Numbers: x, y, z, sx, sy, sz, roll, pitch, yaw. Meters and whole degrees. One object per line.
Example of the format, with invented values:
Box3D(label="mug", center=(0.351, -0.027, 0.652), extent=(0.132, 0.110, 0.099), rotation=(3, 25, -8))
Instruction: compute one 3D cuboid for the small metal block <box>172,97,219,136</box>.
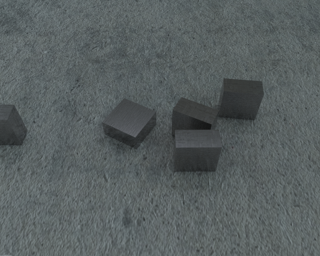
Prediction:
Box3D(label="small metal block", center=(0.043, -0.006, 0.392), extent=(0.050, 0.050, 0.025), rotation=(22, 54, 17))

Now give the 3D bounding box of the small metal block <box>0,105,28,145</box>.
Box3D(label="small metal block", center=(-0.203, -0.003, 0.388), extent=(0.050, 0.050, 0.025), rotation=(1, 50, 1))

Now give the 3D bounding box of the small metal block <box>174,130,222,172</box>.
Box3D(label="small metal block", center=(0.042, 0.027, 0.364), extent=(0.050, 0.050, 0.025), rotation=(0, 50, 0))

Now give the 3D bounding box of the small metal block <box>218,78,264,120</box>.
Box3D(label="small metal block", center=(0.108, -0.038, 0.420), extent=(0.050, 0.050, 0.025), rotation=(5, 50, 4))

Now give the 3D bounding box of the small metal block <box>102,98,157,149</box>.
Box3D(label="small metal block", center=(-0.039, -0.007, 0.408), extent=(0.050, 0.025, 0.050), rotation=(24, 54, 18))
